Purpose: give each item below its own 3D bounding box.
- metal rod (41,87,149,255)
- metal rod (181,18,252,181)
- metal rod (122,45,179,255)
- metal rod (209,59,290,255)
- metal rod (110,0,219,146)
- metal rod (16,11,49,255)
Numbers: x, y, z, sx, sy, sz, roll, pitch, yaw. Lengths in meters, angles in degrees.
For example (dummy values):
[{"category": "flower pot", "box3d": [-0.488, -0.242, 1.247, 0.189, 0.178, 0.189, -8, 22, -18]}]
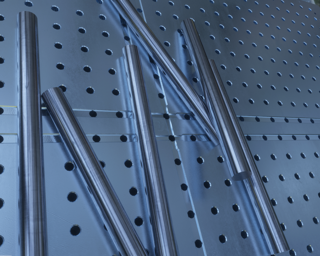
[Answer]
[{"category": "metal rod", "box3d": [-0.053, 0.084, 0.327, 0.025, 0.025, 0.299, -21, 73, -36]}, {"category": "metal rod", "box3d": [0.073, -0.062, 0.459, 0.025, 0.025, 0.300, 7, 51, -25]}, {"category": "metal rod", "box3d": [-0.016, 0.018, 0.387, 0.025, 0.025, 0.299, 3, 60, -27]}, {"category": "metal rod", "box3d": [0.116, 0.026, 0.453, 0.025, 0.025, 0.299, -2, 63, -29]}, {"category": "metal rod", "box3d": [0.006, -0.102, 0.472, 0.025, 0.025, 0.299, -26, 76, -37]}, {"category": "metal rod", "box3d": [-0.142, -0.010, 0.337, 0.025, 0.025, 0.299, 1, 61, -28]}]
